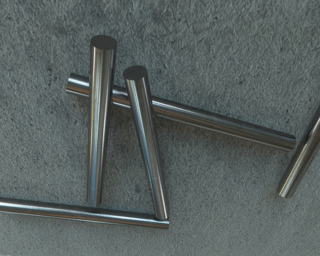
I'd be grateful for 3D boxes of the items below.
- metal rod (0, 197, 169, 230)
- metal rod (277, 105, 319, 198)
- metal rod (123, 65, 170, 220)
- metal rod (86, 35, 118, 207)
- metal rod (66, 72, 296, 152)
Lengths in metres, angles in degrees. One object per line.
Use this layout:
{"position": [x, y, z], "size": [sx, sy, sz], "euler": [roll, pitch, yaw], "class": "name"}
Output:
{"position": [-0.134, 0.147, 0.530], "size": [0.302, 0.025, 0.025], "euler": [9, 130, -8], "class": "metal rod"}
{"position": [0.212, -0.011, 0.399], "size": [0.025, 0.025, 0.298], "euler": [3, 130, -3], "class": "metal rod"}
{"position": [-0.010, 0.045, 0.423], "size": [0.025, 0.025, 0.298], "euler": [-4, 137, 4], "class": "metal rod"}
{"position": [-0.080, 0.018, 0.398], "size": [0.025, 0.025, 0.298], "euler": [8, 137, -7], "class": "metal rod"}
{"position": [0.036, -0.016, 0.393], "size": [0.302, 0.025, 0.025], "euler": [15, 129, -13], "class": "metal rod"}
